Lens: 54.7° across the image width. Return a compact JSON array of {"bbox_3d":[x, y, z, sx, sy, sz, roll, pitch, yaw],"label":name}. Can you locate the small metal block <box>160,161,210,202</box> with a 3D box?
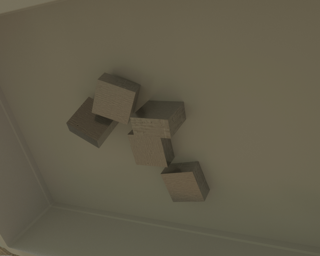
[{"bbox_3d":[0.036,0.076,0.437,0.050,0.025,0.050,-10,114,32],"label":"small metal block"}]

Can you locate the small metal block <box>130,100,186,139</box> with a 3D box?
[{"bbox_3d":[-0.001,-0.012,0.386,0.050,0.050,0.025,5,120,26],"label":"small metal block"}]

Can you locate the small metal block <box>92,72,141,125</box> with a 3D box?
[{"bbox_3d":[-0.058,-0.038,0.407,0.050,0.025,0.050,19,122,1],"label":"small metal block"}]

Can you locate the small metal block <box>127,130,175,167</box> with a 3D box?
[{"bbox_3d":[-0.012,0.025,0.431,0.050,0.025,0.050,1,119,27],"label":"small metal block"}]

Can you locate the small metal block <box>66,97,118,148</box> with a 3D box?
[{"bbox_3d":[-0.092,-0.008,0.433,0.050,0.050,0.025,29,155,9],"label":"small metal block"}]
